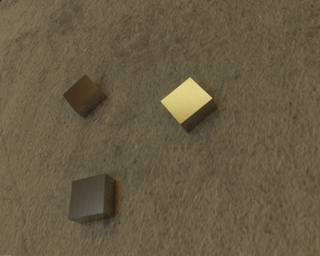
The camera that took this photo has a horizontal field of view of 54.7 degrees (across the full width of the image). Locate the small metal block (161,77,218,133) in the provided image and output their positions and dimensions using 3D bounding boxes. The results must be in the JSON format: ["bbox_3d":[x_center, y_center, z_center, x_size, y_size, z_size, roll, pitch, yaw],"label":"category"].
[{"bbox_3d":[0.037,-0.030,0.402,0.050,0.025,0.050,-39,51,1],"label":"small metal block"}]

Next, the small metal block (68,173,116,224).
[{"bbox_3d":[-0.085,0.090,0.392,0.050,0.025,0.050,-16,55,19],"label":"small metal block"}]

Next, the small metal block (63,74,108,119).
[{"bbox_3d":[-0.120,-0.051,0.496,0.050,0.025,0.050,-44,51,-2],"label":"small metal block"}]
